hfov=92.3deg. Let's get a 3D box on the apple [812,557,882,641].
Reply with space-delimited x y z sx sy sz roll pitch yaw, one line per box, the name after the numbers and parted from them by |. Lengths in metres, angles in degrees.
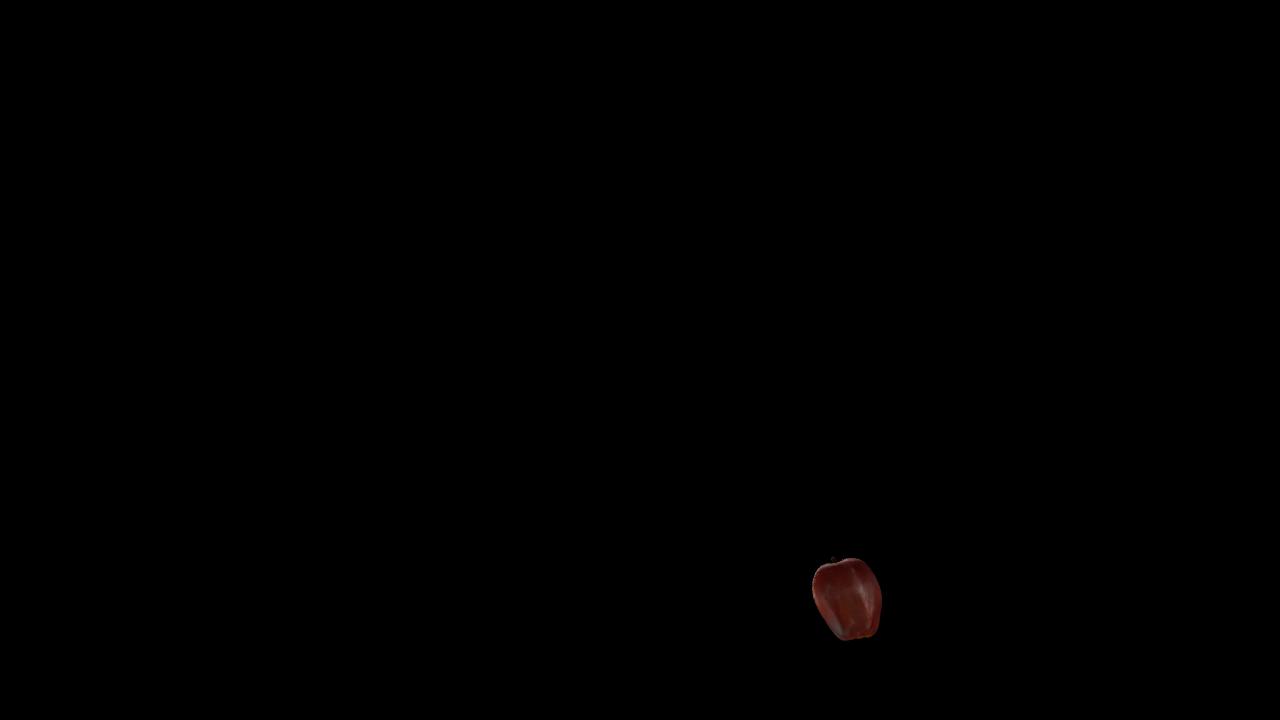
0.244 0.279 0.726 0.079 0.093 0.079 -8 -28 -4 | apple
